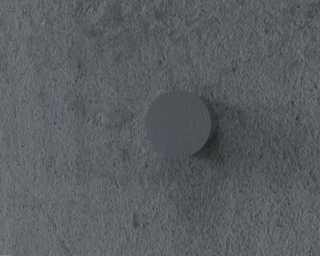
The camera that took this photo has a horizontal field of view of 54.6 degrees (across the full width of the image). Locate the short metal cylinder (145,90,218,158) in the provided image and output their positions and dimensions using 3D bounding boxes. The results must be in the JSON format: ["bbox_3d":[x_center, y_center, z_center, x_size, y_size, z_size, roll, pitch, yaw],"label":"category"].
[{"bbox_3d":[0.028,-0.005,0.386,0.080,0.050,0.080,0,90,20],"label":"short metal cylinder"}]
